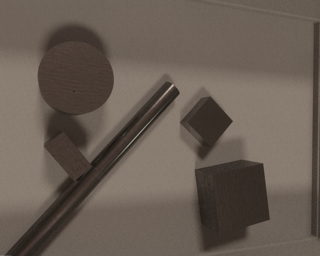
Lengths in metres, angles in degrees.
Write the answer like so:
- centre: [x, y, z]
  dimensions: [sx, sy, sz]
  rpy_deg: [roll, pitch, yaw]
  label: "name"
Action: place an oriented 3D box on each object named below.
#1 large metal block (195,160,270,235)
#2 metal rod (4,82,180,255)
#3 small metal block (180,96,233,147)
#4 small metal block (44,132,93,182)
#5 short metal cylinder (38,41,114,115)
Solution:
- centre: [0.101, 0.093, 0.436]
  dimensions: [0.081, 0.050, 0.079]
  rpy_deg: [-9, 93, -20]
  label: "large metal block"
- centre: [-0.080, 0.055, 0.381]
  dimensions: [0.025, 0.025, 0.300]
  rpy_deg: [45, 76, -15]
  label: "metal rod"
- centre: [0.066, -0.009, 0.436]
  dimensions: [0.050, 0.025, 0.050]
  rpy_deg: [45, 76, -15]
  label: "small metal block"
- centre: [-0.107, 0.031, 0.358]
  dimensions: [0.025, 0.050, 0.050]
  rpy_deg: [-40, 103, -16]
  label: "small metal block"
- centre: [-0.099, -0.055, 0.361]
  dimensions: [0.081, 0.050, 0.079]
  rpy_deg: [0, 90, -20]
  label: "short metal cylinder"
